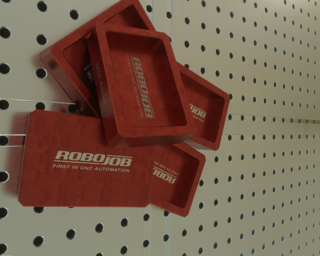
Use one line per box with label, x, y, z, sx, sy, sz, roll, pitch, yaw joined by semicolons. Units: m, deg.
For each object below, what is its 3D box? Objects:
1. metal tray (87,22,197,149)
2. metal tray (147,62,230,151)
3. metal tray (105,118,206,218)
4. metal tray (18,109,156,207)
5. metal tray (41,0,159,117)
metal tray;-0.020;-0.046;0.332;0.091;0.030;0.130;-2;67;-33
metal tray;0.041;-0.028;0.437;0.131;0.030;0.090;23;76;-38
metal tray;-0.003;0.053;0.401;0.130;0.030;0.090;32;71;-35
metal tray;-0.072;0.034;0.323;0.131;0.030;0.090;8;86;-26
metal tray;-0.055;-0.083;0.357;0.131;0.030;0.090;-47;117;-29
